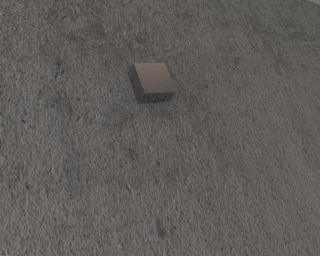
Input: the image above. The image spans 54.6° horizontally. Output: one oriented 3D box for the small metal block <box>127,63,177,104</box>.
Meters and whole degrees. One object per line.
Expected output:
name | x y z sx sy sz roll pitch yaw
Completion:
small metal block | -0.012 -0.064 0.436 0.050 0.025 0.050 -7 65 -31
